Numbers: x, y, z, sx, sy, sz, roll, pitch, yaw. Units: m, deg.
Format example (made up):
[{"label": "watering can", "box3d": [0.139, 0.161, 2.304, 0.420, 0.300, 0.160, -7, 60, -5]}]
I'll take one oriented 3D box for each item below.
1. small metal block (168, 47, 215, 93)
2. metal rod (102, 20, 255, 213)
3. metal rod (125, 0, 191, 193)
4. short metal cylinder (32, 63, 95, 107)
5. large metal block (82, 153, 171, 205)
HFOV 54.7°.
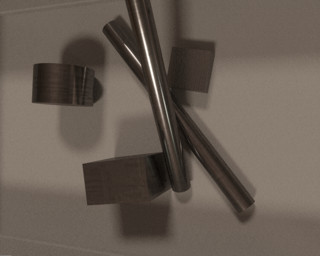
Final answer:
[{"label": "small metal block", "box3d": [0.039, -0.074, 0.396, 0.050, 0.025, 0.050, 11, 94, 19]}, {"label": "metal rod", "box3d": [0.017, -0.023, 0.403, 0.025, 0.025, 0.299, -40, 78, 15]}, {"label": "metal rod", "box3d": [-0.005, -0.058, 0.346, 0.025, 0.025, 0.298, -6, 113, 19]}, {"label": "short metal cylinder", "box3d": [-0.132, -0.057, 0.426, 0.080, 0.080, 0.050, 3, 91, 19]}, {"label": "large metal block", "box3d": [-0.039, 0.062, 0.394, 0.080, 0.080, 0.050, -8, 87, 19]}]
